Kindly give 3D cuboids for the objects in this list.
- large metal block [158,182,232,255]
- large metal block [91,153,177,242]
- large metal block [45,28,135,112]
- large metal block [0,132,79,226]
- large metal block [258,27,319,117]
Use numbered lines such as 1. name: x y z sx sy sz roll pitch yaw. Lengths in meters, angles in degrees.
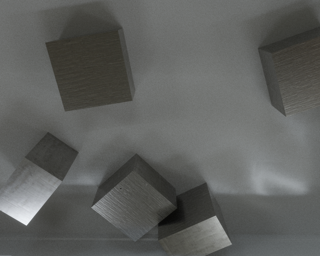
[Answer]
1. large metal block: 0.045 0.132 0.431 0.080 0.080 0.050 -26 108 9
2. large metal block: -0.034 0.097 0.433 0.080 0.050 0.080 -42 105 13
3. large metal block: -0.078 -0.071 0.371 0.080 0.050 0.079 -9 110 3
4. large metal block: -0.159 0.063 0.403 0.050 0.080 0.080 37 106 -13
5. large metal block: 0.175 -0.069 0.375 0.080 0.050 0.080 -19 109 6
